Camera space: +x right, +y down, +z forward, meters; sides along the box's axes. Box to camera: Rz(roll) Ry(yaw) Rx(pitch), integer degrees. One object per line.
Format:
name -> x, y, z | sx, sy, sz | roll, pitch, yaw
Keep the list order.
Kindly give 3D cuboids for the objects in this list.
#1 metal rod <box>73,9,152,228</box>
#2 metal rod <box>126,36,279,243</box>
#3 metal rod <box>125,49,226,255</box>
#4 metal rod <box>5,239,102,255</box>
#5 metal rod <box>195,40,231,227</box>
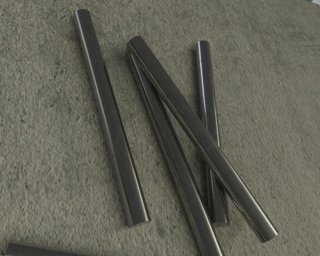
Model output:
metal rod -> -0.066, -0.029, 0.385 | 0.025, 0.025, 0.299 | -5, 64, -31
metal rod -> 0.046, 0.005, 0.391 | 0.025, 0.025, 0.299 | -25, 75, -37
metal rod -> 0.012, 0.017, 0.399 | 0.025, 0.025, 0.299 | -8, 66, -32
metal rod -> 0.004, 0.154, 0.311 | 0.302, 0.025, 0.025 | 18, 55, -18
metal rod -> 0.072, -0.012, 0.449 | 0.025, 0.025, 0.299 | 14, 56, -21
